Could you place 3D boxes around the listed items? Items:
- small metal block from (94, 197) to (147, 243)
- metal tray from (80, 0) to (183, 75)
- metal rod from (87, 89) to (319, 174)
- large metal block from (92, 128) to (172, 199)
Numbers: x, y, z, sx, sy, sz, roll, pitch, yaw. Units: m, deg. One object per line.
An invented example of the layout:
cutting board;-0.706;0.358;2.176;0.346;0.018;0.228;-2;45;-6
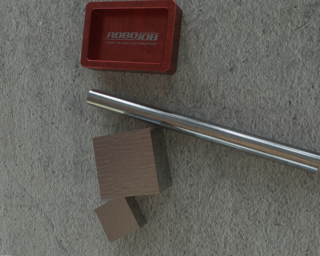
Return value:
small metal block;-0.054;0.122;0.427;0.050;0.025;0.050;-31;80;17
metal tray;-0.040;-0.122;0.419;0.130;0.030;0.089;7;92;19
metal rod;0.040;-0.002;0.394;0.301;0.025;0.025;17;96;18
large metal block;-0.035;0.045;0.407;0.080;0.050;0.080;-10;87;19
